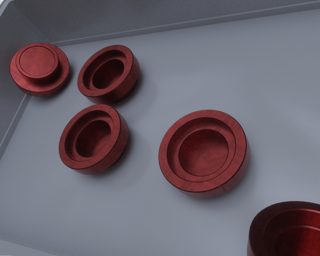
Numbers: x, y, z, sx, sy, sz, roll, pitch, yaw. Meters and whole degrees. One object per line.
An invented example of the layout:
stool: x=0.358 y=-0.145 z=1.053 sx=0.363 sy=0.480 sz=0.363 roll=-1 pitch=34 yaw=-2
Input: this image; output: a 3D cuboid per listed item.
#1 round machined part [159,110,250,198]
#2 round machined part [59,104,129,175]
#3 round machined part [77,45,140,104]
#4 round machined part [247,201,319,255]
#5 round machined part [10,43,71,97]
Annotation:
round machined part: x=0.052 y=0.032 z=0.348 sx=0.098 sy=0.042 sz=0.098 roll=-13 pitch=56 yaw=20
round machined part: x=-0.086 y=0.019 z=0.427 sx=0.098 sy=0.042 sz=0.098 roll=-13 pitch=56 yaw=20
round machined part: x=-0.075 y=-0.077 z=0.480 sx=0.098 sy=0.042 sz=0.098 roll=-13 pitch=56 yaw=20
round machined part: x=0.120 y=0.107 z=0.246 sx=0.099 sy=0.042 sz=0.098 roll=-2 pitch=29 yaw=1
round machined part: x=-0.208 y=-0.106 z=0.536 sx=0.099 sy=0.042 sz=0.098 roll=3 pitch=71 yaw=-9
